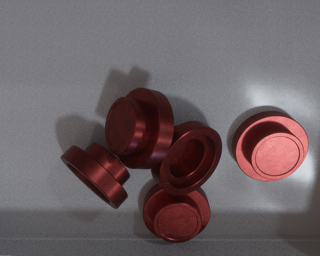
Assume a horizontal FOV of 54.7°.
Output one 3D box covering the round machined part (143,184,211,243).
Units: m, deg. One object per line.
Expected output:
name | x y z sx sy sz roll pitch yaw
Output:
round machined part | 0.024 0.126 0.449 0.099 0.042 0.097 0 110 -1

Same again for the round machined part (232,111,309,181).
round machined part | 0.150 0.029 0.415 0.099 0.042 0.097 0 110 -1

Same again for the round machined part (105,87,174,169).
round machined part | -0.031 0.000 0.369 0.042 0.098 0.097 8 114 -38

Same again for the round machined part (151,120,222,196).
round machined part | 0.029 0.034 0.400 0.099 0.042 0.097 -18 125 -28

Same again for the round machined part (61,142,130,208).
round machined part | -0.078 0.056 0.402 0.042 0.098 0.098 -47 107 -21
